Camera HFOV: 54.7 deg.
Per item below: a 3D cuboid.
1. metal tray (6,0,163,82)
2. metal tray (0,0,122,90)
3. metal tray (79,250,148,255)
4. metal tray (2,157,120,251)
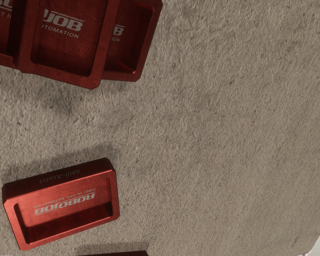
[{"bbox_3d":[-0.065,-0.094,0.290,0.131,0.030,0.089,-3,121,-44],"label":"metal tray"},{"bbox_3d":[-0.105,-0.093,0.258,0.131,0.030,0.089,15,112,-11],"label":"metal tray"},{"bbox_3d":[-0.086,0.251,0.513,0.131,0.030,0.089,10,113,-33],"label":"metal tray"},{"bbox_3d":[-0.121,0.096,0.398,0.131,0.030,0.089,-14,124,-21],"label":"metal tray"}]
